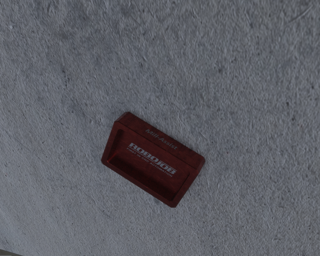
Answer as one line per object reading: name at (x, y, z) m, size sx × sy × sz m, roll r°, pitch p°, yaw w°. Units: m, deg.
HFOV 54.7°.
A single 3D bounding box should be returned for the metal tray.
metal tray at (-0.013, 0.046, 0.439) m, size 0.130 × 0.030 × 0.089 m, roll 31°, pitch 128°, yaw 7°
